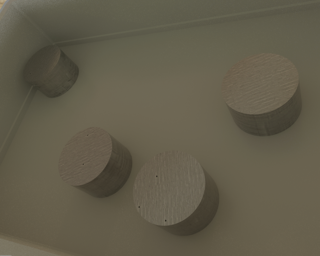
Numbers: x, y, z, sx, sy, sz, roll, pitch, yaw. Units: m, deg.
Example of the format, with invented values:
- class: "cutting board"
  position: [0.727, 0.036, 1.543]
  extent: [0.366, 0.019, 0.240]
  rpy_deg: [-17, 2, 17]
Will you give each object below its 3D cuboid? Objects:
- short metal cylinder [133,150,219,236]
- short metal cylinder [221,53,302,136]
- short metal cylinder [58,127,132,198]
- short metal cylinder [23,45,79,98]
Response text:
- class: "short metal cylinder"
  position: [0.018, 0.071, 0.337]
  extent: [0.080, 0.050, 0.080]
  rpy_deg: [-13, 56, 21]
- class: "short metal cylinder"
  position: [0.116, -0.037, 0.352]
  extent: [0.080, 0.050, 0.080]
  rpy_deg: [-13, 56, 21]
- class: "short metal cylinder"
  position: [-0.084, 0.045, 0.406]
  extent: [0.080, 0.050, 0.080]
  rpy_deg: [-13, 56, 21]
- class: "short metal cylinder"
  position: [-0.194, -0.101, 0.554]
  extent: [0.080, 0.050, 0.080]
  rpy_deg: [-13, 56, 21]
